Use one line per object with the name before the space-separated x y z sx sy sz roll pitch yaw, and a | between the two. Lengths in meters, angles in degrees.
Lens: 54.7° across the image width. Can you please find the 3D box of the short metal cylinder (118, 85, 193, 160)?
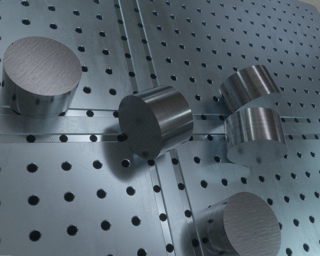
short metal cylinder | -0.006 -0.008 0.376 0.050 0.080 0.080 -24 75 -37

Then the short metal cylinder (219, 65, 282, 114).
short metal cylinder | 0.140 -0.054 0.484 0.081 0.080 0.050 -8 66 -32

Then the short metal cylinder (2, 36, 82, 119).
short metal cylinder | -0.136 -0.057 0.355 0.081 0.050 0.080 14 56 -21

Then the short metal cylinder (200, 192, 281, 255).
short metal cylinder | 0.095 0.123 0.370 0.081 0.050 0.080 14 56 -21

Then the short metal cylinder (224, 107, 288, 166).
short metal cylinder | 0.133 0.014 0.439 0.081 0.080 0.050 15 56 -21
